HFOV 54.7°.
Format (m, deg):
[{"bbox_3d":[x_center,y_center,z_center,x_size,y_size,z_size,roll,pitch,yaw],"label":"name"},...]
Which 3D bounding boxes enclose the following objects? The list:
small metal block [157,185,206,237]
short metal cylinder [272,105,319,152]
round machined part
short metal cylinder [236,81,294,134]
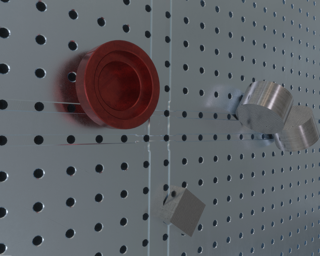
[{"bbox_3d":[0.032,0.117,0.436,0.050,0.025,0.050,44,64,-31],"label":"small metal block"},{"bbox_3d":[0.251,0.000,0.584,0.080,0.080,0.050,-44,117,-31],"label":"short metal cylinder"},{"bbox_3d":[-0.051,-0.047,0.355,0.099,0.042,0.097,0,90,-40],"label":"round machined part"},{"bbox_3d":[0.175,-0.034,0.520,0.080,0.080,0.050,45,63,-31],"label":"short metal cylinder"}]
